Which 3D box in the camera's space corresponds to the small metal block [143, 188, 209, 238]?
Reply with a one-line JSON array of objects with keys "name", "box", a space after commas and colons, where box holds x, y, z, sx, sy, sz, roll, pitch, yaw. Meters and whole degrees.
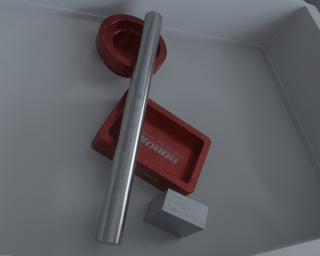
[{"name": "small metal block", "box": [0.017, 0.096, 0.342, 0.050, 0.050, 0.025, 28, 52, -11]}]

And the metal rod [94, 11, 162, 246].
[{"name": "metal rod", "box": [-0.029, -0.023, 0.359, 0.025, 0.025, 0.300, 19, 60, -18]}]

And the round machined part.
[{"name": "round machined part", "box": [-0.043, -0.110, 0.440, 0.099, 0.042, 0.098, 14, 56, -21]}]

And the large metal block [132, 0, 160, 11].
[{"name": "large metal block", "box": [-0.023, -0.258, 0.519, 0.080, 0.080, 0.050, 28, 52, -11]}]

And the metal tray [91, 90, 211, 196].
[{"name": "metal tray", "box": [-0.007, 0.019, 0.388, 0.130, 0.030, 0.090, 33, 51, -7]}]
